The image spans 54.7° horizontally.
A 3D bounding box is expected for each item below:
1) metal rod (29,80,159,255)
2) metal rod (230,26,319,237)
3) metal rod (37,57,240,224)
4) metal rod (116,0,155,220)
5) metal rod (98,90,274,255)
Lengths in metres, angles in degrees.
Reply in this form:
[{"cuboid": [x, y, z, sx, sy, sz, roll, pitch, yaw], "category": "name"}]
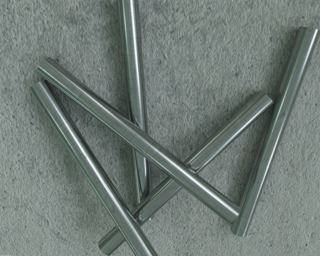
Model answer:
[{"cuboid": [-0.074, 0.073, 0.397, 0.025, 0.025, 0.299, -31, 93, 11], "category": "metal rod"}, {"cuboid": [0.148, 0.019, 0.417, 0.025, 0.025, 0.298, 11, 110, -4], "category": "metal rod"}, {"cuboid": [-0.025, 0.016, 0.385, 0.300, 0.025, 0.025, 39, 106, -2], "category": "metal rod"}, {"cuboid": [-0.029, -0.010, 0.405, 0.025, 0.025, 0.298, -3, 110, 1], "category": "metal rod"}, {"cuboid": [0.030, 0.064, 0.414, 0.300, 0.025, 0.025, -44, 105, 7], "category": "metal rod"}]
